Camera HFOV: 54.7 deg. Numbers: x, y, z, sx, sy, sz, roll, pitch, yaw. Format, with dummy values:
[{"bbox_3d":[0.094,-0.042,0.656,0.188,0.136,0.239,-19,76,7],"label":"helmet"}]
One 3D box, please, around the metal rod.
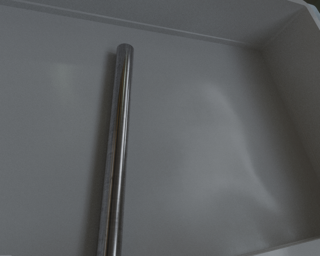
[{"bbox_3d":[-0.050,0.014,0.370,0.025,0.025,0.299,14,56,-21],"label":"metal rod"}]
